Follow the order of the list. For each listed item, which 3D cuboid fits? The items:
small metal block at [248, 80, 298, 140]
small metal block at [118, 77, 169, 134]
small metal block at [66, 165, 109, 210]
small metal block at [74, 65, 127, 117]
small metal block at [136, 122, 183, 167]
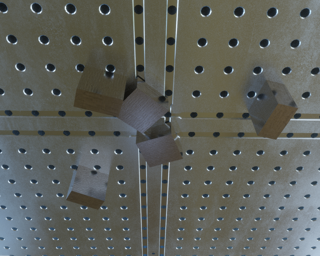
[{"bbox_3d":[0.136,-0.022,0.378,0.025,0.050,0.050,12,129,-10],"label":"small metal block"},{"bbox_3d":[-0.025,-0.027,0.388,0.050,0.025,0.050,34,122,-26],"label":"small metal block"},{"bbox_3d":[-0.109,0.090,0.470,0.050,0.050,0.025,23,126,-19],"label":"small metal block"},{"bbox_3d":[-0.068,-0.043,0.358,0.050,0.050,0.025,14,129,-12],"label":"small metal block"},{"bbox_3d":[0.000,0.024,0.432,0.050,0.025,0.050,-16,129,12],"label":"small metal block"}]
